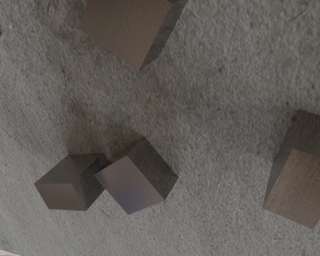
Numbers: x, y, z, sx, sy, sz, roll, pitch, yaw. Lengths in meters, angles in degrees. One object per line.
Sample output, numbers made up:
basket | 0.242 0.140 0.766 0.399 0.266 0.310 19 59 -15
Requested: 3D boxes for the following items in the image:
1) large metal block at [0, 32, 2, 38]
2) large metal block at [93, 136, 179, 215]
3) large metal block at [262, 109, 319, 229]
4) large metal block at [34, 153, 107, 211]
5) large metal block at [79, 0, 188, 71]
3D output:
large metal block | -0.294 -0.138 0.457 0.080 0.050 0.080 48 129 -6
large metal block | -0.035 0.071 0.451 0.080 0.050 0.080 -32 101 38
large metal block | 0.149 0.039 0.317 0.050 0.080 0.079 21 126 15
large metal block | -0.133 0.084 0.491 0.080 0.080 0.050 -6 115 31
large metal block | -0.028 -0.122 0.329 0.080 0.050 0.079 36 129 4
